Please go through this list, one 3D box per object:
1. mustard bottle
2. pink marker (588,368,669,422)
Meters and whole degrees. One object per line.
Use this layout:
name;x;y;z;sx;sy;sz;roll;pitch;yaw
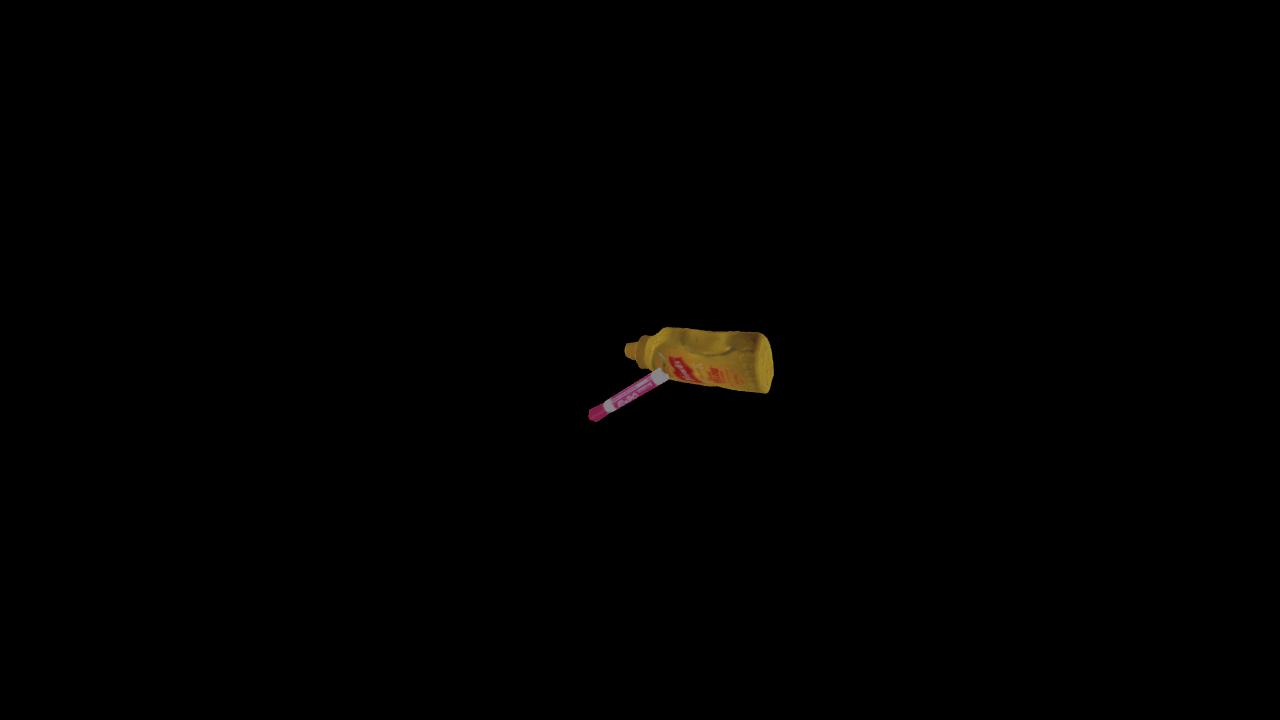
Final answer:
mustard bottle;0.064;-0.004;0.746;0.184;0.054;0.092;7;-26;26
pink marker;-0.017;0.045;0.770;0.121;0.020;0.020;-32;-13;23
